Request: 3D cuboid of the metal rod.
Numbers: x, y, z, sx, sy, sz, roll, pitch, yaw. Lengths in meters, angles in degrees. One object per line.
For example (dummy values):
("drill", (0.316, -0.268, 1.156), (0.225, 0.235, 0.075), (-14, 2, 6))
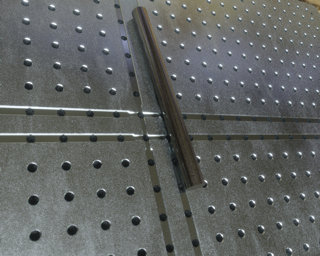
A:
("metal rod", (0.006, -0.057, 0.447), (0.025, 0.025, 0.299), (-2, 63, -30))
